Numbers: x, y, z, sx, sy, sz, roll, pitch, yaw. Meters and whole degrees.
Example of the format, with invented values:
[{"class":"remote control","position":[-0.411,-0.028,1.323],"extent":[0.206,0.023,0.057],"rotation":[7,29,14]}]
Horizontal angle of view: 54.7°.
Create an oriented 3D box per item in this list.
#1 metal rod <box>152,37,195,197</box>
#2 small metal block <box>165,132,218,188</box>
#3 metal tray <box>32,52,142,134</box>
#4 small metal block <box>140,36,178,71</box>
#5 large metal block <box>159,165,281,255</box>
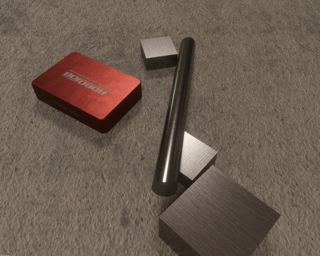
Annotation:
[{"class":"metal rod","position":[0.026,-0.041,0.415],"extent":[0.025,0.025,0.300],"rotation":[7,44,5]},{"class":"small metal block","position":[0.033,0.038,0.371],"extent":[0.050,0.025,0.050],"rotation":[33,57,24]},{"class":"metal tray","position":[-0.103,-0.055,0.445],"extent":[0.130,0.030,0.090],"rotation":[26,55,20]},{"class":"small metal block","position":[-0.002,-0.123,0.506],"extent":[0.050,0.025,0.050],"rotation":[-10,51,-9]},{"class":"large metal block","position":[0.056,0.097,0.306],"extent":[0.080,0.050,0.080],"rotation":[37,59,26]}]
